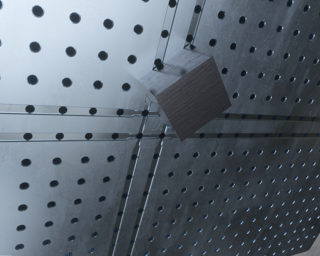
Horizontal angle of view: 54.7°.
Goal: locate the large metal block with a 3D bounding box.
[{"bbox_3d":[0.033,-0.044,0.388,0.080,0.050,0.080,-36,130,-5],"label":"large metal block"}]
